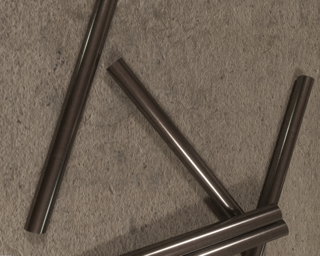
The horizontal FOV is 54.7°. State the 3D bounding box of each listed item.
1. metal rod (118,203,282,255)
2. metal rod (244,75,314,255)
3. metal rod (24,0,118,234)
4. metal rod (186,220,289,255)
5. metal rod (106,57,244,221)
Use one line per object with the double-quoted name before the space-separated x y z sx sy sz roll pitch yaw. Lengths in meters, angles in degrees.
"metal rod" 0.023 0.154 0.402 0.302 0.025 0.025 -14 95 -14
"metal rod" 0.185 0.061 0.479 0.025 0.025 0.299 22 83 -19
"metal rod" -0.103 -0.026 0.371 0.025 0.025 0.299 18 84 -20
"metal rod" 0.036 0.177 0.409 0.302 0.025 0.025 -14 95 -15
"metal rod" 0.034 0.032 0.422 0.025 0.025 0.300 -43 104 -15
